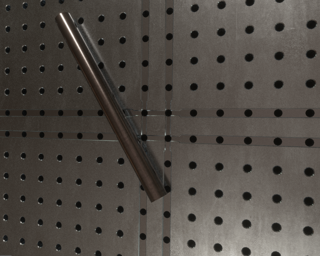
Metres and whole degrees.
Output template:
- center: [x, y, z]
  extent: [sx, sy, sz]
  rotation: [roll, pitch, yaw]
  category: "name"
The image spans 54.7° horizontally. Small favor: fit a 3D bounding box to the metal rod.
- center: [-0.073, -0.035, 0.436]
  extent: [0.025, 0.025, 0.299]
  rotation: [-32, 80, 17]
  category: "metal rod"
